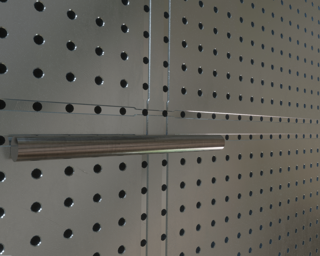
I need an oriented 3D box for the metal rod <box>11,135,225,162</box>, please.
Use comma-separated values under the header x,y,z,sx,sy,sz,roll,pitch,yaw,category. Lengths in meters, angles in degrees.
x,y,z,sx,sy,sz,roll,pitch,yaw,category
-0.023,0.021,0.391,0.302,0.025,0.025,1,90,-40,metal rod
